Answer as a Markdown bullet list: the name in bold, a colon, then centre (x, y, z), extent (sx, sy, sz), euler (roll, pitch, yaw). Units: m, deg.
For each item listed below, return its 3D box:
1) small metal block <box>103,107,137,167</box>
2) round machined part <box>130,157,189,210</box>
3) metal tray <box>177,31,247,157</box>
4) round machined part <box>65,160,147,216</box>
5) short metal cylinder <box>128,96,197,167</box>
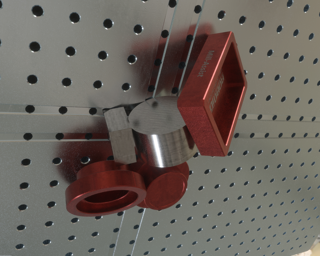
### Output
- **small metal block**: centre (-0.049, 0.010, 0.374), extent (0.025, 0.050, 0.050), euler (-12, 124, -11)
- **round machined part**: centre (0.000, 0.080, 0.452), extent (0.099, 0.042, 0.097), euler (-14, 124, -21)
- **metal tray**: centre (0.069, -0.042, 0.371), extent (0.090, 0.030, 0.130), euler (60, 42, -39)
- **round machined part**: centre (-0.069, 0.075, 0.393), extent (0.099, 0.042, 0.098), euler (-11, 149, -7)
- **short metal cylinder**: centre (0.006, 0.003, 0.382), extent (0.081, 0.080, 0.050), euler (-23, 127, -15)
